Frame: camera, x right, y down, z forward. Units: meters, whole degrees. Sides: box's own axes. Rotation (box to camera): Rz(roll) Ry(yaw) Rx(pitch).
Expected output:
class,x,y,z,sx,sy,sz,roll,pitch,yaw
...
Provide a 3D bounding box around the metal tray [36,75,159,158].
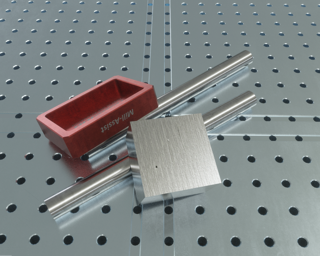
class,x,y,z,sx,sy,sz,roll,pitch,yaw
metal tray,-0.079,-0.021,0.397,0.131,0.030,0.090,-34,36,-28

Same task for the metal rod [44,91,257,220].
class,x,y,z,sx,sy,sz,roll,pitch,yaw
metal rod,0.005,0.023,0.388,0.302,0.025,0.025,-28,56,-22

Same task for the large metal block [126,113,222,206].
class,x,y,z,sx,sy,sz,roll,pitch,yaw
large metal block,0.011,0.034,0.342,0.081,0.050,0.080,-7,69,-15

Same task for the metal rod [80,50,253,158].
class,x,y,z,sx,sy,sz,roll,pitch,yaw
metal rod,0.024,-0.044,0.444,0.302,0.025,0.025,-31,57,-24
